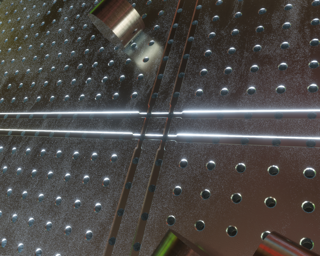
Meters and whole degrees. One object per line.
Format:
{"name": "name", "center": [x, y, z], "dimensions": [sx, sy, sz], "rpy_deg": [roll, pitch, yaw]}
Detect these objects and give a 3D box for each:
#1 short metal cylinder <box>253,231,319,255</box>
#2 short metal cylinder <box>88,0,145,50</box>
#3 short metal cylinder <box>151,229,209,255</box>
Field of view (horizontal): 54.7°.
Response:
{"name": "short metal cylinder", "center": [0.097, 0.130, 0.242], "dimensions": [0.050, 0.080, 0.080], "rpy_deg": [23, 74, 36]}
{"name": "short metal cylinder", "center": [-0.072, -0.177, 0.518], "dimensions": [0.050, 0.080, 0.080], "rpy_deg": [-48, 52, -5]}
{"name": "short metal cylinder", "center": [0.027, 0.135, 0.275], "dimensions": [0.080, 0.080, 0.050], "rpy_deg": [28, 77, 37]}
